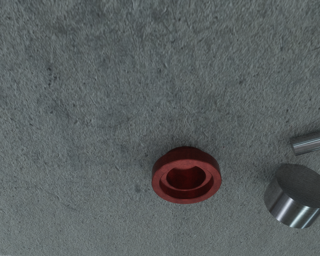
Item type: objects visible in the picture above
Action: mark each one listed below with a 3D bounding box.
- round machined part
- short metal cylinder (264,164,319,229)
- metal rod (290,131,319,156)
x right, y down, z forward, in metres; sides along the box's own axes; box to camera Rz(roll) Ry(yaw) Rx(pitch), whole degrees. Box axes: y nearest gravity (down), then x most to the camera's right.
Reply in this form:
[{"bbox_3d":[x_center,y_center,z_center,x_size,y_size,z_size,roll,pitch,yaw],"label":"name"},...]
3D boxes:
[{"bbox_3d":[0.037,0.065,0.451,0.099,0.042,0.097,0,130,0],"label":"round machined part"},{"bbox_3d":[0.202,0.099,0.458,0.081,0.080,0.050,7,130,-6],"label":"short metal cylinder"},{"bbox_3d":[0.325,-0.015,0.397,0.301,0.025,0.025,-17,128,13],"label":"metal rod"}]
